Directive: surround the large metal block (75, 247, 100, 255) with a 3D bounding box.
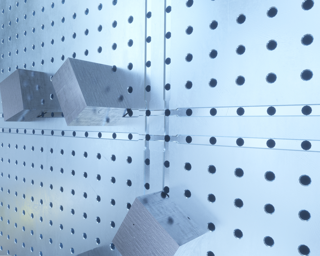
[{"bbox_3d":[-0.126,0.252,0.494,0.080,0.050,0.080,-45,63,30],"label":"large metal block"}]

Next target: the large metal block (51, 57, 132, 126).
[{"bbox_3d":[-0.100,-0.050,0.454,0.050,0.081,0.080,-38,67,33],"label":"large metal block"}]

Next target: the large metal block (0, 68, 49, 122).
[{"bbox_3d":[-0.269,-0.062,0.611,0.080,0.050,0.080,-19,78,38],"label":"large metal block"}]

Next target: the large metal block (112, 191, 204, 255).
[{"bbox_3d":[-0.005,0.141,0.395,0.080,0.050,0.079,42,115,32],"label":"large metal block"}]
